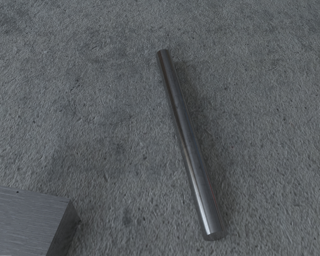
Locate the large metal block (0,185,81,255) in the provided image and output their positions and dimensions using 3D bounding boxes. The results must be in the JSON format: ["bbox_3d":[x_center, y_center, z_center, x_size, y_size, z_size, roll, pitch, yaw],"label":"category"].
[{"bbox_3d":[-0.133,0.107,0.296,0.080,0.050,0.080,9,51,7],"label":"large metal block"}]

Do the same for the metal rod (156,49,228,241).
[{"bbox_3d":[0.031,-0.004,0.406,0.025,0.025,0.300,-7,50,-6],"label":"metal rod"}]
